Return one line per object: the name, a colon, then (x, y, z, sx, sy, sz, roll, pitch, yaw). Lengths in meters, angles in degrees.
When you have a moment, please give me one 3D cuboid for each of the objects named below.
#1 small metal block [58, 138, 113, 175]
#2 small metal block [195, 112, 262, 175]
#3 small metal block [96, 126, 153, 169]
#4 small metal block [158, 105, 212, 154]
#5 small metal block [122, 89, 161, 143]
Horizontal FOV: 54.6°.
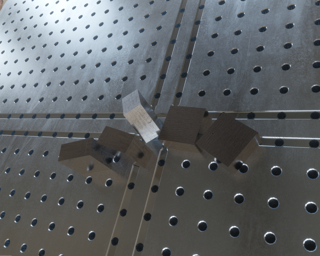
small metal block: (-0.100, 0.040, 0.422, 0.050, 0.050, 0.025, -12, 57, 21)
small metal block: (0.079, 0.017, 0.357, 0.050, 0.025, 0.050, -48, 51, -6)
small metal block: (-0.045, 0.025, 0.401, 0.050, 0.050, 0.025, 16, 70, 34)
small metal block: (0.032, 0.001, 0.392, 0.050, 0.025, 0.050, 8, 65, 31)
small metal block: (-0.024, -0.016, 0.406, 0.025, 0.050, 0.050, -32, 29, 8)
